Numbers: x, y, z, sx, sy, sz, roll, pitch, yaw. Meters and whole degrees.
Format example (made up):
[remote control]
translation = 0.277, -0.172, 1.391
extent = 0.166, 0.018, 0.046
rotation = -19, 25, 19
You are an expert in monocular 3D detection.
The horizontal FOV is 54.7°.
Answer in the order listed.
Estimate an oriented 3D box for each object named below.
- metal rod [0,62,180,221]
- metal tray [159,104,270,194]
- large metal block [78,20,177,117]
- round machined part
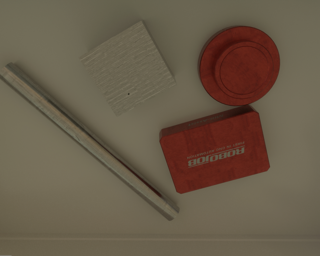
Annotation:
[metal rod]
translation = -0.086, 0.027, 0.420
extent = 0.025, 0.025, 0.300
rotation = -43, 105, 14
[metal tray]
translation = 0.073, 0.030, 0.421
extent = 0.131, 0.030, 0.089
rotation = -16, 110, 5
[large metal block]
translation = -0.036, -0.072, 0.371
extent = 0.080, 0.050, 0.080
rotation = -28, 108, 9
[round machined part]
translation = 0.097, -0.073, 0.377
extent = 0.099, 0.042, 0.097
rotation = 0, 110, -1
